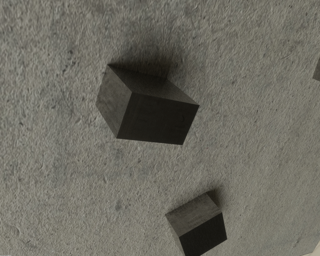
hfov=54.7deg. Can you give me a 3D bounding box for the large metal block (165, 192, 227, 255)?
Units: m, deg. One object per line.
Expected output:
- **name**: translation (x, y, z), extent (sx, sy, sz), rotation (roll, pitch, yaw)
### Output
- **large metal block**: translation (0.063, 0.170, 0.530), extent (0.080, 0.050, 0.080), rotation (-26, 128, -12)

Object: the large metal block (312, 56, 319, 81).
- **large metal block**: translation (0.300, -0.110, 0.486), extent (0.081, 0.050, 0.079), rotation (-8, 122, -24)

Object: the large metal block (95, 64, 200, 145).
- **large metal block**: translation (-0.017, -0.026, 0.346), extent (0.081, 0.080, 0.050), rotation (8, 115, -32)
